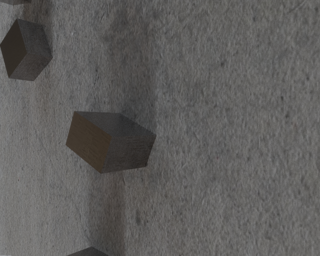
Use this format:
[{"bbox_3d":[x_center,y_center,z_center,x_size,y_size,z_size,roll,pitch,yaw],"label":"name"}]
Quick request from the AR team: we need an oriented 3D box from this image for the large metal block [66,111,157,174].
[{"bbox_3d":[-0.066,0.016,0.422,0.080,0.081,0.050,30,109,35],"label":"large metal block"}]

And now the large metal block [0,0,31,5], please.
[{"bbox_3d":[-0.306,-0.303,0.637,0.080,0.050,0.079,13,98,39],"label":"large metal block"}]

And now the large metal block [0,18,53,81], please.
[{"bbox_3d":[-0.260,-0.149,0.599,0.080,0.050,0.080,-35,69,34],"label":"large metal block"}]

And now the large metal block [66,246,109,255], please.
[{"bbox_3d":[-0.110,0.225,0.457,0.080,0.081,0.050,7,95,39],"label":"large metal block"}]
